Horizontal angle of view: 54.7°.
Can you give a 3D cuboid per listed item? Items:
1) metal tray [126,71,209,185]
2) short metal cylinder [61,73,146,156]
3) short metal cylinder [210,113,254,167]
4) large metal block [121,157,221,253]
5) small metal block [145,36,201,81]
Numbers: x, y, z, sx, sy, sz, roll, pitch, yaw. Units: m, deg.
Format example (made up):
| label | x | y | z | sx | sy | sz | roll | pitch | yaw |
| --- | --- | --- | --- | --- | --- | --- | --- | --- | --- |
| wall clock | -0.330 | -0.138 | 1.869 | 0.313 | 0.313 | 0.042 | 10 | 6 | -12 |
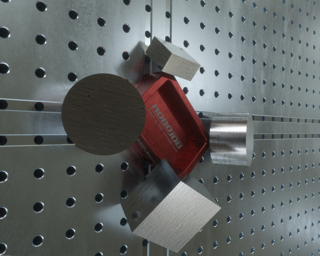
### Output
| label | x | y | z | sx | sy | sz | roll | pitch | yaw |
| --- | --- | --- | --- | --- | --- | --- | --- | --- | --- |
| metal tray | 0.010 | 0.001 | 0.413 | 0.090 | 0.030 | 0.130 | -49 | 119 | -29 |
| short metal cylinder | -0.059 | -0.013 | 0.324 | 0.081 | 0.050 | 0.079 | 0 | 91 | -15 |
| short metal cylinder | 0.109 | 0.017 | 0.464 | 0.080 | 0.050 | 0.079 | 0 | 90 | -66 |
| large metal block | 0.013 | 0.096 | 0.382 | 0.080 | 0.050 | 0.080 | -48 | 124 | 6 |
| small metal block | 0.017 | -0.090 | 0.403 | 0.050 | 0.050 | 0.025 | 11 | 121 | -39 |
